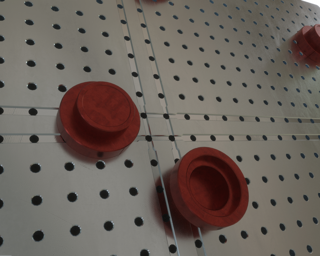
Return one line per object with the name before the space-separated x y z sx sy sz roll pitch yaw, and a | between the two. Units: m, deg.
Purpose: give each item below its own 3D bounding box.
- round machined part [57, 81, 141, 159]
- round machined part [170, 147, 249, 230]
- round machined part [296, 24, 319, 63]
round machined part | -0.069 -0.016 0.370 0.099 0.042 0.098 13 56 -21
round machined part | 0.056 0.076 0.380 0.099 0.042 0.098 13 56 -21
round machined part | 0.367 -0.200 0.715 0.099 0.042 0.098 13 56 -21
